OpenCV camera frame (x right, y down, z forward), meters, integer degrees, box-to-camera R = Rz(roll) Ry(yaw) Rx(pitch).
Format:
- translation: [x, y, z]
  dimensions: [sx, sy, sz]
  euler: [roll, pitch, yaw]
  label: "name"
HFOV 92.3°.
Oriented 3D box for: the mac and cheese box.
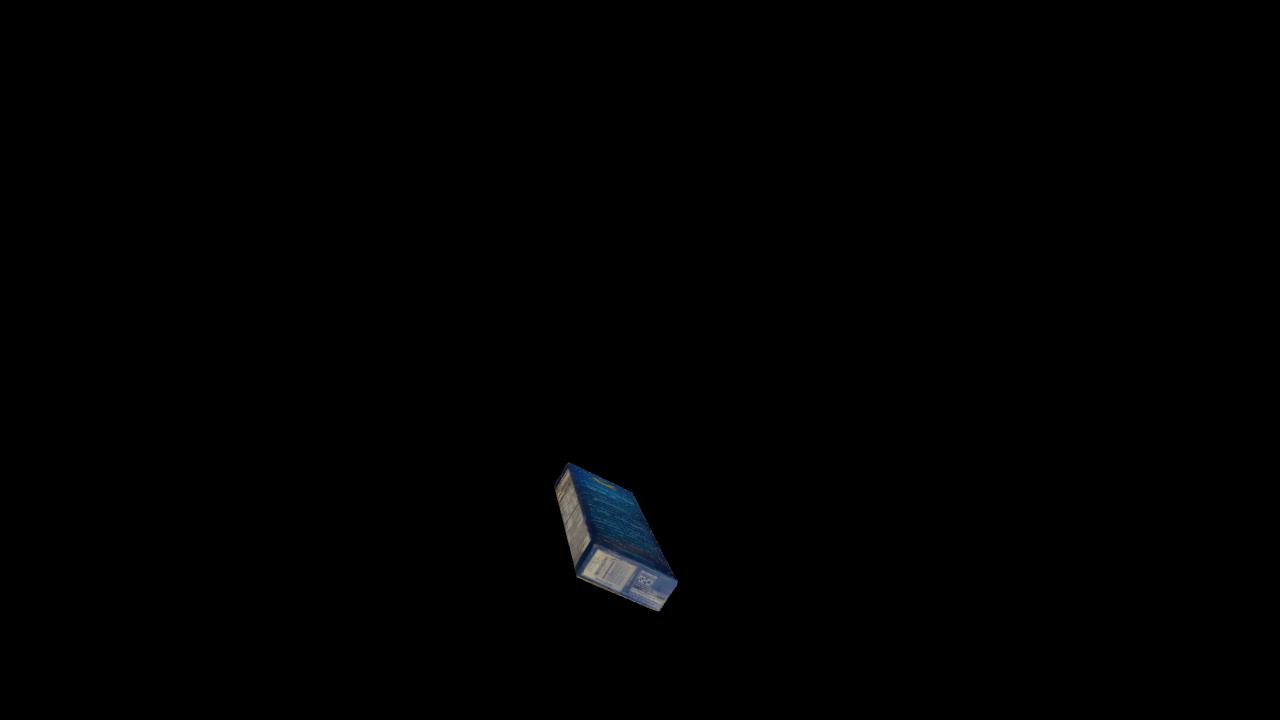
- translation: [-0.032, 0.174, 0.633]
  dimensions: [0.093, 0.041, 0.184]
  euler: [28, 5, -18]
  label: "mac and cheese box"
